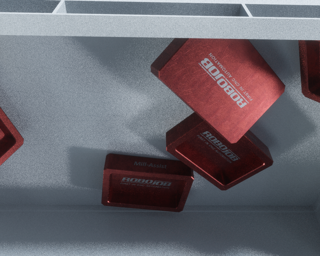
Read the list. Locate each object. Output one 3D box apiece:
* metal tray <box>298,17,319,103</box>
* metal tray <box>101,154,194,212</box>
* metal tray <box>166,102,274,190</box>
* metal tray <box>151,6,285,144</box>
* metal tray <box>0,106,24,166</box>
[{"bbox_3d":[0.200,-0.051,0.301,0.030,0.130,0.090,-34,129,-12],"label":"metal tray"},{"bbox_3d":[-0.021,0.087,0.479,0.131,0.030,0.089,7,130,-7],"label":"metal tray"},{"bbox_3d":[0.083,0.029,0.431,0.090,0.030,0.130,-37,122,27],"label":"metal tray"},{"bbox_3d":[0.066,-0.053,0.337,0.130,0.030,0.090,39,95,-28],"label":"metal tray"},{"bbox_3d":[-0.235,0.026,0.360,0.030,0.130,0.090,10,136,30],"label":"metal tray"}]
